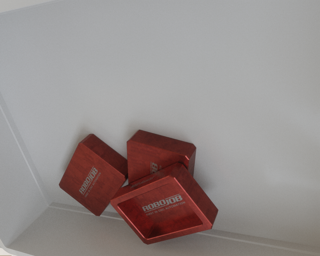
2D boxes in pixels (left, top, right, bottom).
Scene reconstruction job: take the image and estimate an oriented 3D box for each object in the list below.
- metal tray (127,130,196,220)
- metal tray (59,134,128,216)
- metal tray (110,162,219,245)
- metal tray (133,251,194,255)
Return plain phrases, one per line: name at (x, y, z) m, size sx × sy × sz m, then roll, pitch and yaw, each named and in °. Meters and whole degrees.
metal tray at (0.000, 0.073, 0.449) m, size 0.090 × 0.030 × 0.129 m, roll 14°, pitch 124°, yaw 19°
metal tray at (-0.107, 0.081, 0.510) m, size 0.090 × 0.030 × 0.129 m, roll 37°, pitch 129°, yaw 2°
metal tray at (0.002, 0.109, 0.430) m, size 0.130 × 0.030 × 0.090 m, roll -30°, pitch 103°, yaw 37°
metal tray at (0.016, 0.269, 0.563) m, size 0.130 × 0.030 × 0.090 m, roll -15°, pitch 111°, yaw 34°
